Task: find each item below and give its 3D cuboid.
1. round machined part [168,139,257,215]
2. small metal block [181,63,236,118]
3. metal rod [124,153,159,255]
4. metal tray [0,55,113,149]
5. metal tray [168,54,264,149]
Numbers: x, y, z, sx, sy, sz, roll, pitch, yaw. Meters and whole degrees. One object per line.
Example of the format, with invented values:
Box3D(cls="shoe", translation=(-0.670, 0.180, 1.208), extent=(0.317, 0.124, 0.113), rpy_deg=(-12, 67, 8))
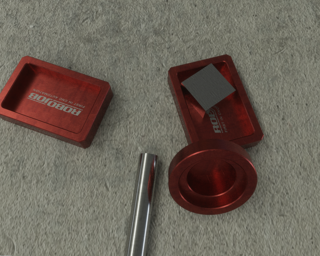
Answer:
Box3D(cls="round machined part", translation=(0.059, 0.052, 0.362), extent=(0.099, 0.097, 0.042), rpy_deg=(1, 32, 0))
Box3D(cls="small metal block", translation=(0.063, -0.050, 0.413), extent=(0.050, 0.025, 0.050), rpy_deg=(-34, 74, -12))
Box3D(cls="metal rod", translation=(-0.033, 0.175, 0.343), extent=(0.025, 0.025, 0.299), rpy_deg=(7, 70, 2))
Box3D(cls="metal tray", translation=(-0.141, -0.036, 0.416), extent=(0.131, 0.030, 0.090), rpy_deg=(19, 71, 6))
Box3D(cls="metal tray", translation=(0.071, -0.029, 0.416), extent=(0.091, 0.030, 0.130), rpy_deg=(-15, 71, -6))
